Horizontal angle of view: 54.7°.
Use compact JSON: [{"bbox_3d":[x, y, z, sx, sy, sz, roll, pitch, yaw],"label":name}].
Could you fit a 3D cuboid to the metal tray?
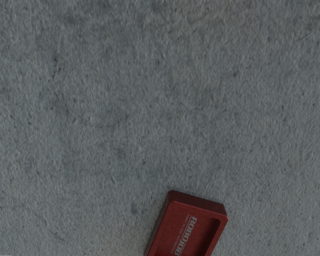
[{"bbox_3d":[0.036,0.165,0.468,0.091,0.030,0.129,17,109,-7],"label":"metal tray"}]
